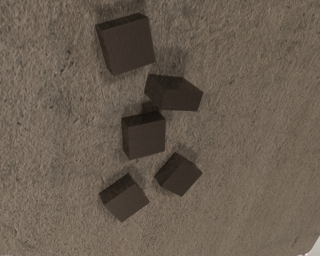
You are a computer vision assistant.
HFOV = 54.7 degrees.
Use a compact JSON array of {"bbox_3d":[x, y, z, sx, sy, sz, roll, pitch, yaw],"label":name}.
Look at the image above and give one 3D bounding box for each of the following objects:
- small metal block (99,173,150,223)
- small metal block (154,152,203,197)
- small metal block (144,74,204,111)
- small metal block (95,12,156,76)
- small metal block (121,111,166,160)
[{"bbox_3d":[-0.050,0.100,0.443,0.050,0.025,0.050,-35,129,-5],"label":"small metal block"},{"bbox_3d":[0.028,0.071,0.468,0.050,0.025,0.050,34,99,-39],"label":"small metal block"},{"bbox_3d":[0.015,-0.043,0.374,0.050,0.050,0.025,0,118,-29],"label":"small metal block"},{"bbox_3d":[-0.036,-0.090,0.333,0.050,0.025,0.050,-22,127,-16],"label":"small metal block"},{"bbox_3d":[-0.021,0.009,0.403,0.050,0.025,0.050,-13,124,-22],"label":"small metal block"}]
